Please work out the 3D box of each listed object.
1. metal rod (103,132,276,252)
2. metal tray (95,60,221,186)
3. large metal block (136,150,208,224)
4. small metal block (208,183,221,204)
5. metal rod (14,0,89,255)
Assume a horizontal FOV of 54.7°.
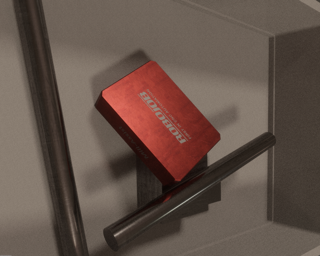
[{"bbox_3d":[0.062,0.064,0.395,0.302,0.025,0.025,-22,105,-38],"label":"metal rod"},{"bbox_3d":[0.000,-0.008,0.369,0.130,0.030,0.091,49,57,2],"label":"metal tray"},{"bbox_3d":[0.017,0.072,0.407,0.081,0.050,0.079,-3,92,-40],"label":"large metal block"},{"bbox_3d":[0.065,0.086,0.464,0.050,0.025,0.050,-2,92,-40],"label":"small metal block"},{"bbox_3d":[-0.106,0.023,0.318,0.025,0.025,0.298,-14,99,-39],"label":"metal rod"}]
